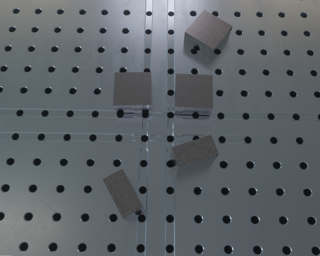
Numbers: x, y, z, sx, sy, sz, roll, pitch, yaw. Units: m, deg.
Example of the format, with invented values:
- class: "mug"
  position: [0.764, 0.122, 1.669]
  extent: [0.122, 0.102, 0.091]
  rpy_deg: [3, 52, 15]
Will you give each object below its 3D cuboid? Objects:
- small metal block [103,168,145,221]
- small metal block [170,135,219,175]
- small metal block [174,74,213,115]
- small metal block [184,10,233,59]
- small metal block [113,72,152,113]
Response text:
- class: "small metal block"
  position: [-0.041, 0.081, 0.369]
  extent: [0.025, 0.050, 0.050]
  rpy_deg: [-28, 73, -10]
- class: "small metal block"
  position: [0.041, 0.035, 0.386]
  extent: [0.050, 0.050, 0.025]
  rpy_deg: [-18, 71, -6]
- class: "small metal block"
  position: [0.046, -0.046, 0.429]
  extent: [0.050, 0.025, 0.050]
  rpy_deg: [2, 70, 1]
- class: "small metal block"
  position: [0.071, -0.140, 0.463]
  extent: [0.050, 0.025, 0.050]
  rpy_deg: [35, 74, 12]
- class: "small metal block"
  position: [-0.037, -0.049, 0.430]
  extent: [0.050, 0.025, 0.050]
  rpy_deg: [-1, 70, 0]
